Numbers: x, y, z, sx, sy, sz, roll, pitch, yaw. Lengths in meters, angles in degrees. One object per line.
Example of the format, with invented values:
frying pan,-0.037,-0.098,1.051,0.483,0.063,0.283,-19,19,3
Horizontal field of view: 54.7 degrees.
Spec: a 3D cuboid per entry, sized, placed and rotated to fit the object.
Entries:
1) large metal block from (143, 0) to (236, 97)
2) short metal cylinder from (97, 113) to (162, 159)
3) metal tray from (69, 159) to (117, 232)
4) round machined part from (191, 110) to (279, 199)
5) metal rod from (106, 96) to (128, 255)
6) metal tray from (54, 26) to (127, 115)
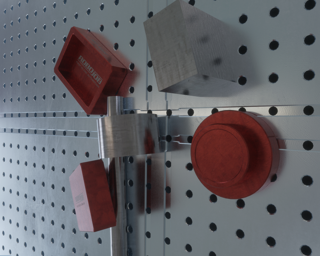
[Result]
large metal block,0.034,-0.083,0.345,0.050,0.081,0.080,-20,77,38
short metal cylinder,-0.040,0.011,0.407,0.080,0.081,0.050,-9,84,39
metal tray,-0.103,0.103,0.456,0.129,0.030,0.090,-38,65,62
round machined part,0.074,0.029,0.338,0.098,0.042,0.097,0,90,40
metal rod,-0.063,0.103,0.461,0.025,0.025,0.298,-3,88,40
metal tray,-0.117,-0.093,0.502,0.130,0.030,0.089,47,118,29
